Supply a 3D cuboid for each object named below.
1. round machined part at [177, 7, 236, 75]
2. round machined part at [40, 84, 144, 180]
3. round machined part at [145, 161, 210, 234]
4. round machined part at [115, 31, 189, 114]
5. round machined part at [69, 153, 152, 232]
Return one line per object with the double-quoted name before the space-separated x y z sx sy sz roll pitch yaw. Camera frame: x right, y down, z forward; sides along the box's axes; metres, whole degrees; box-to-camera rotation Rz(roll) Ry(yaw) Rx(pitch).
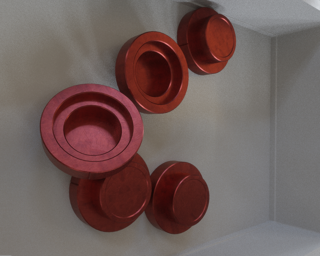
"round machined part" 0.075 -0.129 0.458 0.099 0.042 0.097 0 90 -40
"round machined part" -0.069 0.006 0.318 0.099 0.042 0.098 8 61 -14
"round machined part" 0.029 0.095 0.420 0.099 0.042 0.097 0 90 -40
"round machined part" -0.014 -0.066 0.384 0.099 0.042 0.097 0 90 -40
"round machined part" -0.049 0.070 0.355 0.099 0.042 0.097 0 90 -40
